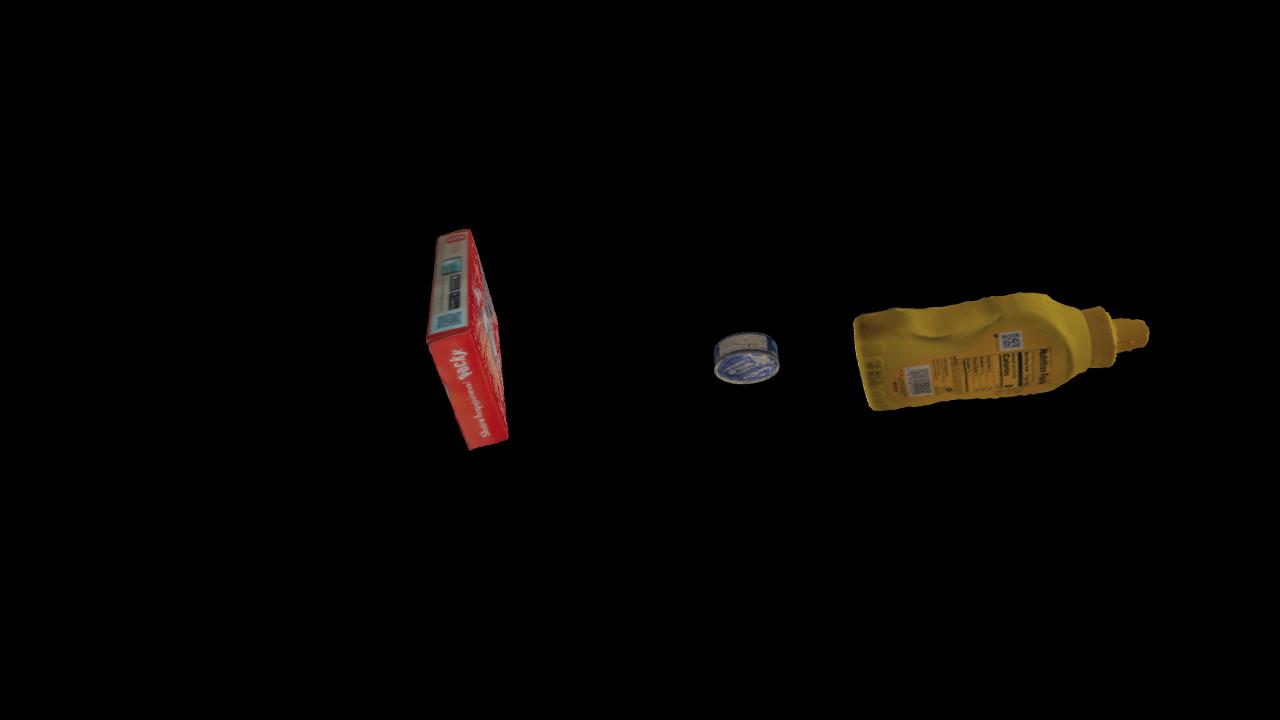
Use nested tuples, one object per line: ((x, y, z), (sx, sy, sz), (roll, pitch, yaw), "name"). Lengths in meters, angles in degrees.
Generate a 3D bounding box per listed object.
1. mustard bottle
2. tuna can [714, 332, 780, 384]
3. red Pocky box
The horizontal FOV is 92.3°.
((0.259, -0.007, 0.452), (0.184, 0.092, 0.054), (-8, 37, 25), "mustard bottle")
((0.138, -0.002, 0.801), (0.084, 0.034, 0.084), (1, -30, 0), "tuna can")
((-0.113, -0.020, 0.410), (0.028, 0.083, 0.155), (-13, 35, -7), "red Pocky box")
